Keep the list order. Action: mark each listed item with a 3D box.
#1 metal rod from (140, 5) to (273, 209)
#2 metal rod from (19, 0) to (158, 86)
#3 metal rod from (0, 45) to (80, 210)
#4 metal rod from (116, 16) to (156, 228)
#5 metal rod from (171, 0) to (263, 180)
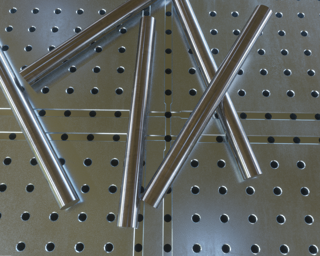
[{"bbox_3d":[0.064,-0.034,0.401,0.025,0.025,0.300,30,81,10],"label":"metal rod"},{"bbox_3d":[-0.076,-0.160,0.469,0.301,0.025,0.025,-39,75,-13],"label":"metal rod"},{"bbox_3d":[-0.187,-0.027,0.419,0.025,0.025,0.299,-30,73,-11],"label":"metal rod"},{"bbox_3d":[-0.029,-0.022,0.419,0.025,0.025,0.299,4,70,1],"label":"metal rod"},{"bbox_3d":[0.073,-0.072,0.439,0.025,0.025,0.299,-16,71,-6],"label":"metal rod"}]
